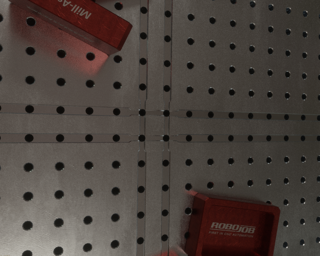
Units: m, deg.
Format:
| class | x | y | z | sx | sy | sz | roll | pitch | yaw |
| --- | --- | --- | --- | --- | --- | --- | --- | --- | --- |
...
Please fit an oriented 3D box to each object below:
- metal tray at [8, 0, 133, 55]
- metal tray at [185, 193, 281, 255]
| class | x | y | z | sx | sy | sz | roll | pitch | yaw |
| --- | --- | --- | --- | --- | --- | --- | --- | --- | --- |
| metal tray | -0.101 | -0.126 | 0.338 | 0.131 | 0.090 | 0.030 | 26 | 92 | -19 |
| metal tray | 0.108 | 0.150 | 0.451 | 0.131 | 0.030 | 0.090 | 12 | 86 | -20 |
